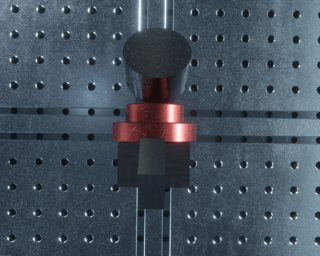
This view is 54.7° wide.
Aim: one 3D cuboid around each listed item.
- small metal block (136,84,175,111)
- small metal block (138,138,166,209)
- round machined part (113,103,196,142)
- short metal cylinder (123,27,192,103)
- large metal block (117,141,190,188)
[{"bbox_3d":[-0.006,-0.031,0.412,0.050,0.025,0.050,1,90,-1],"label":"small metal block"},{"bbox_3d":[-0.008,0.045,0.310,0.025,0.050,0.050,1,128,-1],"label":"small metal block"},{"bbox_3d":[-0.006,-0.007,0.366,0.099,0.098,0.042,1,90,-1],"label":"round machined part"},{"bbox_3d":[-0.004,-0.077,0.384,0.081,0.050,0.080,1,60,-1],"label":"short metal cylinder"},{"bbox_3d":[-0.007,0.041,0.385,0.081,0.080,0.050,1,90,-1],"label":"large metal block"}]
